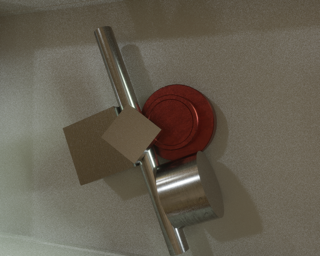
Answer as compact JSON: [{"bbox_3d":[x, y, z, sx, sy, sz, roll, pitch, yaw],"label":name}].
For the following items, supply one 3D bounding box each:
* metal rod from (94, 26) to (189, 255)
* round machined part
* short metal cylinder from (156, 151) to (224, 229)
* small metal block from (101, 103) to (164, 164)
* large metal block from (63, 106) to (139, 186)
[{"bbox_3d":[-0.026,0.011,0.395,0.025,0.025,0.299,-22,83,18],"label":"metal rod"},{"bbox_3d":[0.019,-0.007,0.392,0.098,0.042,0.097,0,90,19],"label":"round machined part"},{"bbox_3d":[0.037,0.073,0.366,0.050,0.080,0.080,-22,83,18],"label":"short metal cylinder"},{"bbox_3d":[-0.032,0.007,0.368,0.050,0.025,0.050,38,91,8],"label":"small metal block"},{"bbox_3d":[-0.072,0.024,0.417,0.080,0.050,0.080,-21,83,18],"label":"large metal block"}]
